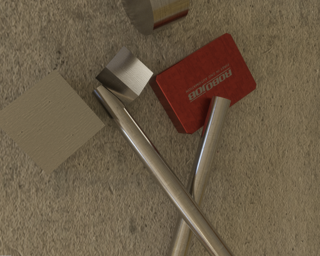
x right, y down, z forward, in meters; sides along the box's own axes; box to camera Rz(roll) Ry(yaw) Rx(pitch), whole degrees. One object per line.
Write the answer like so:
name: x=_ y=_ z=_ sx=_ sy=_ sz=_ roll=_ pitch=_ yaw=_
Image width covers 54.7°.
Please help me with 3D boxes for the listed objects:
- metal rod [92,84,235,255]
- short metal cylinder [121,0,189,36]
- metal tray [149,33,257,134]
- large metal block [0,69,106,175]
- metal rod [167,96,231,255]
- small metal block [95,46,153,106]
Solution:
metal rod: x=0.015 y=0.072 z=0.381 sx=0.025 sy=0.025 sz=0.299 roll=-36 pitch=89 yaw=-17
short metal cylinder: x=-0.009 y=-0.161 z=0.377 sx=0.050 sy=0.080 sz=0.080 roll=-30 pitch=100 yaw=-18
metal tray: x=0.062 y=-0.062 z=0.430 sx=0.131 sy=0.030 sz=0.090 roll=-34 pitch=101 yaw=-17
large metal block: x=-0.123 y=-0.007 z=0.351 sx=0.080 sy=0.050 sz=0.080 roll=-43 pitch=104 yaw=-15
metal rod: x=0.040 y=0.105 z=0.407 sx=0.025 sy=0.025 sz=0.298 roll=15 pitch=92 yaw=-20
small metal block: x=-0.043 y=-0.065 z=0.382 sx=0.050 sy=0.025 sz=0.050 roll=41 pitch=45 yaw=-16
